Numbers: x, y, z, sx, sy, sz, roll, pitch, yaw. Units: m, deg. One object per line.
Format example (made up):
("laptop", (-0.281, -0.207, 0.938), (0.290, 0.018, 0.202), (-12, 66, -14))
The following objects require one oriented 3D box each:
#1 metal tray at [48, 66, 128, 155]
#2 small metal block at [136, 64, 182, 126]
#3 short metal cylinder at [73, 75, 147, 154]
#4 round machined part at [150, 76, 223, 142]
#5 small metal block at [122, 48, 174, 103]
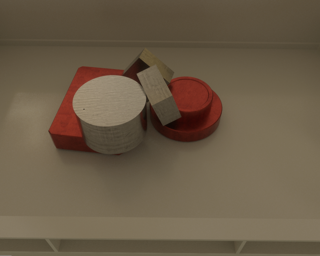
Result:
("metal tray", (-0.082, -0.028, 0.420), (0.091, 0.030, 0.130), (6, 50, 4))
("small metal block", (0.000, -0.038, 0.368), (0.025, 0.050, 0.050), (-26, 60, 2))
("short metal cylinder", (-0.056, -0.016, 0.361), (0.081, 0.050, 0.080), (0, 50, 0))
("round machined part", (0.035, -0.032, 0.419), (0.099, 0.042, 0.098), (0, 50, 0))
("small metal block", (-0.018, -0.069, 0.411), (0.050, 0.050, 0.025), (38, 44, -17))
